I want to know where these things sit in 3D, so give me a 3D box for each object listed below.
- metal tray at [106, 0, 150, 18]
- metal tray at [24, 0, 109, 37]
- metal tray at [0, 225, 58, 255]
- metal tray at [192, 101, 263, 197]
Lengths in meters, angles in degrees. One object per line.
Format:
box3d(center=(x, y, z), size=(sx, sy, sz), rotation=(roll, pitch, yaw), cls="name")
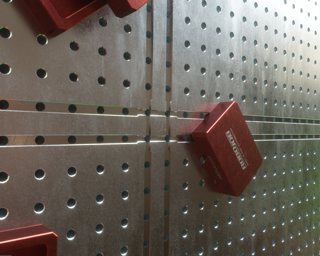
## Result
box3d(center=(-0.024, -0.195, 0.344), size=(0.130, 0.030, 0.090), rotation=(-51, 120, -30), cls="metal tray")
box3d(center=(-0.089, -0.169, 0.330), size=(0.131, 0.030, 0.090), rotation=(-47, 118, -30), cls="metal tray")
box3d(center=(-0.145, 0.164, 0.284), size=(0.091, 0.030, 0.129), rotation=(2, 89, -40), cls="metal tray")
box3d(center=(0.112, 0.034, 0.498), size=(0.090, 0.030, 0.130), rotation=(-45, 117, -31), cls="metal tray")
